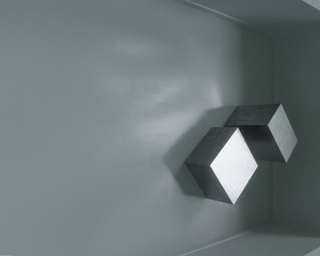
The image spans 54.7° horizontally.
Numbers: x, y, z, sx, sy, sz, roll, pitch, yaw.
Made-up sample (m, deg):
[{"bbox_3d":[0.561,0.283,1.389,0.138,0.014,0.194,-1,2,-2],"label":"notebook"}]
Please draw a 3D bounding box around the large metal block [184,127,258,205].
[{"bbox_3d":[0.094,0.055,0.469,0.080,0.050,0.080,-48,118,-29],"label":"large metal block"}]

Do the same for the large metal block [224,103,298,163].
[{"bbox_3d":[0.166,0.008,0.510,0.050,0.080,0.080,-50,120,-28],"label":"large metal block"}]
